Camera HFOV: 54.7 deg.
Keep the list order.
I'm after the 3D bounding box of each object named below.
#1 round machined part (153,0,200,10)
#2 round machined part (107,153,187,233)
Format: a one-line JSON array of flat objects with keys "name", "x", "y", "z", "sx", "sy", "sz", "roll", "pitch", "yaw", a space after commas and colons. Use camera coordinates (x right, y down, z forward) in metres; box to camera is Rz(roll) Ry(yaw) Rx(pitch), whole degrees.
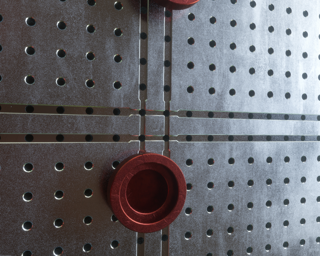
[{"name": "round machined part", "x": 0.017, "y": -0.205, "z": 0.410, "sx": 0.099, "sy": 0.042, "sz": 0.097, "roll": 0, "pitch": 90, "yaw": -21}, {"name": "round machined part", "x": -0.019, "y": 0.079, "z": 0.398, "sx": 0.099, "sy": 0.042, "sz": 0.097, "roll": 0, "pitch": 90, "yaw": -20}]
